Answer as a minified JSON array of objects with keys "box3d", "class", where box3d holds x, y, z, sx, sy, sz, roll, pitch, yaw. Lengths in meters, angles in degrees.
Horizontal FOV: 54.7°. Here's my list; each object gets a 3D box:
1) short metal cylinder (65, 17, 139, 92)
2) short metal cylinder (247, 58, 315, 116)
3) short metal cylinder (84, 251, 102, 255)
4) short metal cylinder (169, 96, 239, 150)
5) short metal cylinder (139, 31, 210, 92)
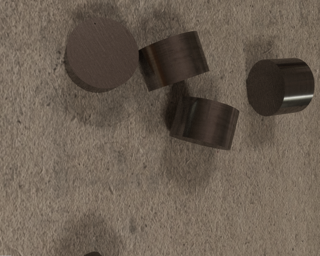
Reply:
[{"box3d":[-0.071,-0.084,0.370,0.081,0.050,0.079,0,90,-21],"class":"short metal cylinder"},{"box3d":[0.170,-0.059,0.444,0.050,0.080,0.079,-8,93,-20],"class":"short metal cylinder"},{"box3d":[-0.082,0.190,0.351,0.080,0.080,0.050,-42,104,-15],"class":"short metal cylinder"},{"box3d":[0.057,-0.005,0.402,0.081,0.080,0.050,16,85,-20],"class":"short metal cylinder"},{"box3d":[0.016,-0.082,0.387,0.081,0.080,0.050,-22,98,-19],"class":"short metal cylinder"}]
